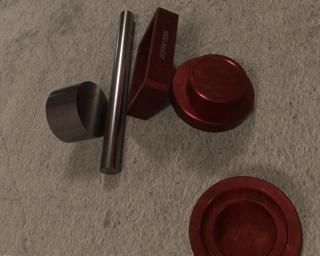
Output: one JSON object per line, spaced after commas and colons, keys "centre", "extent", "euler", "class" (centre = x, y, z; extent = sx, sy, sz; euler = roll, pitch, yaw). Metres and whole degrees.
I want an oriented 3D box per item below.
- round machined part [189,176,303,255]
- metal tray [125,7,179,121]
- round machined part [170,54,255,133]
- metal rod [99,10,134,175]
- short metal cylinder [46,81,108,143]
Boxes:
{"centre": [0.080, 0.098, 0.290], "extent": [0.098, 0.042, 0.098], "euler": [-13, 56, 20], "class": "round machined part"}
{"centre": [-0.011, -0.086, 0.423], "extent": [0.090, 0.030, 0.130], "euler": [132, 150, -57], "class": "metal tray"}
{"centre": [0.063, -0.047, 0.361], "extent": [0.099, 0.042, 0.098], "euler": [3, 61, -5], "class": "round machined part"}
{"centre": [-0.062, -0.072, 0.479], "extent": [0.025, 0.025, 0.299], "euler": [-12, 57, 21], "class": "metal rod"}
{"centre": [-0.113, -0.022, 0.440], "extent": [0.050, 0.080, 0.080], "euler": [-11, 57, 22], "class": "short metal cylinder"}
